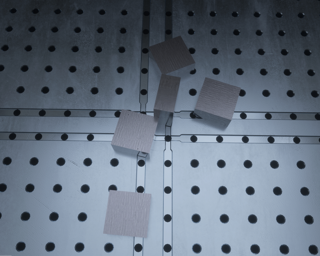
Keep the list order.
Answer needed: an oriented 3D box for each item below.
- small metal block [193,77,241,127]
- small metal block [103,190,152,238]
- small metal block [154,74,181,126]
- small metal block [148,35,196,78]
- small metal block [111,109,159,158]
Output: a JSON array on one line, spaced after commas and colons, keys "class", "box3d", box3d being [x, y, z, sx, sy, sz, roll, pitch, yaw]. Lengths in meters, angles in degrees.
[{"class": "small metal block", "box3d": [0.078, -0.036, 0.426, 0.050, 0.025, 0.050, 18, 71, 6]}, {"class": "small metal block", "box3d": [-0.038, 0.104, 0.373, 0.050, 0.025, 0.050, 5, 70, 1]}, {"class": "small metal block", "box3d": [0.009, -0.036, 0.412, 0.025, 0.050, 0.050, 11, 70, 3]}, {"class": "small metal block", "box3d": [0.017, -0.099, 0.448, 0.050, 0.025, 0.050, -22, 72, -8]}, {"class": "small metal block", "box3d": [-0.032, 0.008, 0.409, 0.050, 0.025, 0.050, 13, 71, 4]}]
